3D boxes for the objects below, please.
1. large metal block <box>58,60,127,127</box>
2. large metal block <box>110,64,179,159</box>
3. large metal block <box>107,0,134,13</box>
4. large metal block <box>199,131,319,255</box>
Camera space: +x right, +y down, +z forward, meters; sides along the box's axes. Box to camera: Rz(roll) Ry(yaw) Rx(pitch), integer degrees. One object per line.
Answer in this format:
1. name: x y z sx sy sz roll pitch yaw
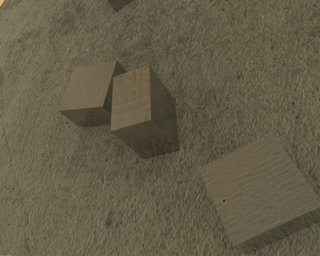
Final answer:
1. large metal block: -0.095 -0.050 0.469 0.080 0.050 0.080 -3 60 26
2. large metal block: -0.017 -0.017 0.388 0.050 0.080 0.080 -16 55 19
3. large metal block: -0.078 -0.286 0.605 0.080 0.050 0.080 -34 51 6
4. large metal block: 0.095 0.063 0.299 0.080 0.050 0.080 -29 52 9
